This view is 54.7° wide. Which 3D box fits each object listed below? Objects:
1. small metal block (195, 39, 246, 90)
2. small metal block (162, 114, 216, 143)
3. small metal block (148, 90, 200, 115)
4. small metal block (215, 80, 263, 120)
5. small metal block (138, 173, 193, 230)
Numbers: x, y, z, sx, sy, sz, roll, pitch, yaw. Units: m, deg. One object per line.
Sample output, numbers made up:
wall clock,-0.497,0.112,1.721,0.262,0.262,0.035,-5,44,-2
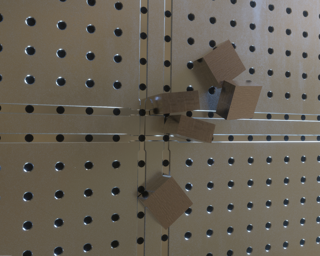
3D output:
small metal block,0.087,-0.091,0.446,0.050,0.025,0.050,-37,102,-17
small metal block,0.038,0.001,0.414,0.050,0.050,0.025,15,85,-20
small metal block,0.018,-0.033,0.407,0.050,0.050,0.025,-7,93,-20
small metal block,0.112,-0.040,0.441,0.050,0.025,0.050,-4,118,-30
small metal block,0.007,0.098,0.417,0.050,0.025,0.050,-40,103,-16
